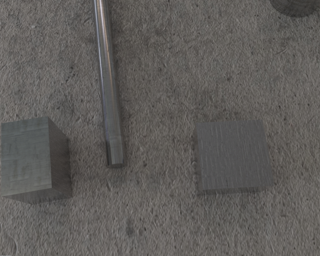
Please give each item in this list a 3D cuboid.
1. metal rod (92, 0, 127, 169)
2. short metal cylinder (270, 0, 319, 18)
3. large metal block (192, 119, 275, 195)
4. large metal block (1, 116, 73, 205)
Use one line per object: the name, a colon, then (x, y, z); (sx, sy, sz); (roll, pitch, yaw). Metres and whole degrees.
metal rod: (-0.076, -0.091, 0.440); (0.025, 0.025, 0.299); (-8, 70, -3)
short metal cylinder: (0.216, -0.219, 0.477); (0.081, 0.050, 0.080); (0, 70, 0)
large metal block: (0.086, 0.037, 0.382); (0.081, 0.050, 0.080); (-3, 70, -1)
large metal block: (-0.141, 0.041, 0.363); (0.050, 0.080, 0.080); (-9, 70, -3)
